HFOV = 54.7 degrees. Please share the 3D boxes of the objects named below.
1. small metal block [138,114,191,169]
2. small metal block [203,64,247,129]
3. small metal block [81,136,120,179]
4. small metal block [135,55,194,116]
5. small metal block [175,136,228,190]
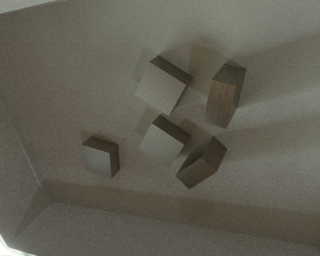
[{"bbox_3d":[0.006,0.019,0.417,0.050,0.025,0.050,34,129,6],"label":"small metal block"},{"bbox_3d":[0.070,-0.035,0.334,0.025,0.050,0.050,18,125,18],"label":"small metal block"},{"bbox_3d":[-0.092,0.046,0.486,0.050,0.025,0.050,14,125,20],"label":"small metal block"},{"bbox_3d":[0.004,-0.051,0.375,0.050,0.025,0.050,33,129,6],"label":"small metal block"},{"bbox_3d":[0.053,0.044,0.392,0.025,0.050,0.050,45,129,-3],"label":"small metal block"}]
